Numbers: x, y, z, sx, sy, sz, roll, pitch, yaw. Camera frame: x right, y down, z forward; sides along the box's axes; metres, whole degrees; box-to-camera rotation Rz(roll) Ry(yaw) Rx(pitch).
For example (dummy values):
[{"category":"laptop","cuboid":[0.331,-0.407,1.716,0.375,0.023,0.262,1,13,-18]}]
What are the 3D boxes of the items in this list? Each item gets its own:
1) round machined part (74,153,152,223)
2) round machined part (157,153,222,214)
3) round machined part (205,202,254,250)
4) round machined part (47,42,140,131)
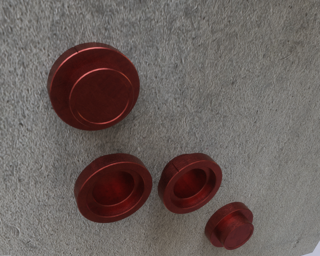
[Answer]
[{"category":"round machined part","cuboid":[-0.063,0.073,0.406,0.099,0.042,0.097,-14,124,-21]},{"category":"round machined part","cuboid":[0.041,0.078,0.466,0.099,0.042,0.097,-14,124,-21]},{"category":"round machined part","cuboid":[0.139,0.192,0.590,0.099,0.042,0.097,-14,124,-21]},{"category":"round machined part","cuboid":[-0.067,-0.039,0.335,0.099,0.042,0.097,-14,124,-21]}]
